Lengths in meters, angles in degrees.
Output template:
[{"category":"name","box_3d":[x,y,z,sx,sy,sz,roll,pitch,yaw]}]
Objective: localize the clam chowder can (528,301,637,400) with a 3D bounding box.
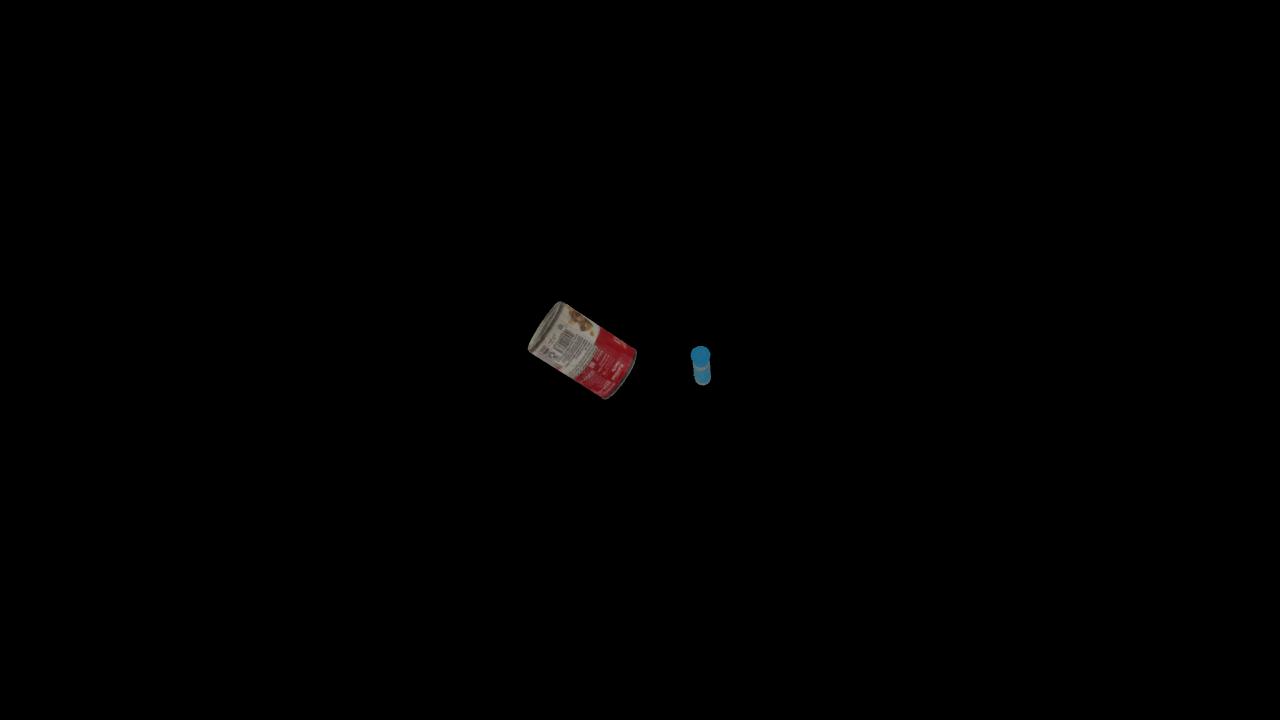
[{"category":"clam chowder can","box_3d":[-0.064,-0.011,0.678,0.102,0.068,0.068,33,-11,-17]}]

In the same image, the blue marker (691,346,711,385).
[{"category":"blue marker","box_3d":[0.064,0.007,0.643,0.020,0.020,0.121,0,-13,7]}]
